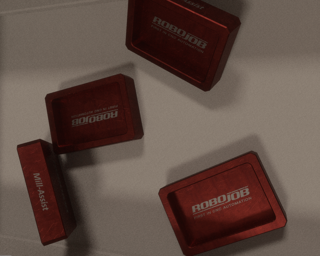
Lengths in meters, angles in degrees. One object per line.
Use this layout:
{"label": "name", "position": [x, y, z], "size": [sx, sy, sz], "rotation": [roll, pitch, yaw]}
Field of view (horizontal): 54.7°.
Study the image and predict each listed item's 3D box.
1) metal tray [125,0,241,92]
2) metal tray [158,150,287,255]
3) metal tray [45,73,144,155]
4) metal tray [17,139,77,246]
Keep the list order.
{"label": "metal tray", "position": [0.021, -0.112, 0.372], "size": [0.130, 0.030, 0.089], "rotation": [32, 142, 16]}
{"label": "metal tray", "position": [0.074, 0.093, 0.381], "size": [0.130, 0.030, 0.090], "rotation": [-25, 82, 17]}
{"label": "metal tray", "position": [-0.095, -0.017, 0.439], "size": [0.130, 0.030, 0.089], "rotation": [-12, 86, 19]}
{"label": "metal tray", "position": [-0.152, 0.085, 0.426], "size": [0.030, 0.090, 0.129], "rotation": [-17, 84, -9]}
